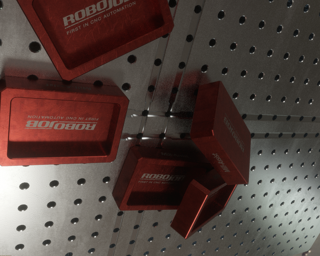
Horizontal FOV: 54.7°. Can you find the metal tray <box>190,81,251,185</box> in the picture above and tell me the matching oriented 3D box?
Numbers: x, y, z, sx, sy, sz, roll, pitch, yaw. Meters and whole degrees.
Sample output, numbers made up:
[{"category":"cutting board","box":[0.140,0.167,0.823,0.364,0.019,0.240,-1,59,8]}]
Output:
[{"category":"metal tray","box":[0.089,0.010,0.428,0.030,0.090,0.130,-10,138,32]}]

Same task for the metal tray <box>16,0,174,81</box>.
[{"category":"metal tray","box":[-0.058,-0.115,0.305,0.131,0.030,0.090,-29,129,-11]}]

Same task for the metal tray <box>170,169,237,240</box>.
[{"category":"metal tray","box":[0.078,0.108,0.484,0.131,0.030,0.089,-12,129,-53]}]

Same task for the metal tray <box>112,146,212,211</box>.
[{"category":"metal tray","box":[0.005,0.078,0.460,0.131,0.030,0.089,9,114,-33]}]

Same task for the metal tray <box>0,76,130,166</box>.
[{"category":"metal tray","box":[-0.108,-0.004,0.347,0.131,0.030,0.089,1,118,-30]}]
